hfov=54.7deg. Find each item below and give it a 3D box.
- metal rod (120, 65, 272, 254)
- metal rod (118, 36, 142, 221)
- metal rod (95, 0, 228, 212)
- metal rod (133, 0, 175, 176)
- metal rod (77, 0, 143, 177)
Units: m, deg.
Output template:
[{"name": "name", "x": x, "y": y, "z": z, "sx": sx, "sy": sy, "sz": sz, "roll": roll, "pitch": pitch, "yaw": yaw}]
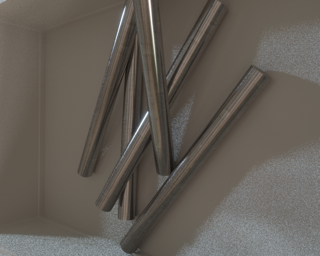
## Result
[{"name": "metal rod", "x": 0.030, "y": 0.055, "z": 0.380, "sx": 0.025, "sy": 0.025, "sz": 0.298, "roll": 48, "pitch": 118, "yaw": 29}, {"name": "metal rod", "x": -0.040, "y": -0.020, "z": 0.437, "sx": 0.025, "sy": 0.025, "sz": 0.298, "roll": 5, "pitch": 93, "yaw": 39}, {"name": "metal rod", "x": -0.006, "y": -0.017, "z": 0.390, "sx": 0.025, "sy": 0.025, "sz": 0.298, "roll": 40, "pitch": 108, "yaw": 32}, {"name": "metal rod", "x": -0.008, "y": -0.074, "z": 0.328, "sx": 0.025, "sy": 0.025, "sz": 0.298, "roll": 20, "pitch": 129, "yaw": 38}, {"name": "metal rod", "x": -0.072, "y": -0.051, "z": 0.438, "sx": 0.025, "sy": 0.025, "sz": 0.298, "roll": 40, "pitch": 122, "yaw": 32}]
